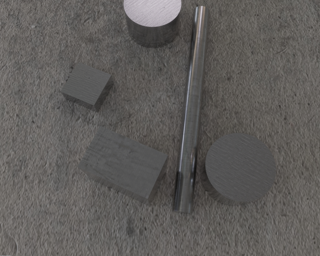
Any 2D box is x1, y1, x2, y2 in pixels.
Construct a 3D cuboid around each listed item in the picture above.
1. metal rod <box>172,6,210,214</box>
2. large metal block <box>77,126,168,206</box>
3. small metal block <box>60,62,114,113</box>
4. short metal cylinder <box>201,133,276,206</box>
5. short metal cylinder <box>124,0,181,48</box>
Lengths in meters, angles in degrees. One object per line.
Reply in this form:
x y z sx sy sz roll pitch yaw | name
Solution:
0.045 -0.038 0.422 0.025 0.025 0.299 7 70 2 | metal rod
-0.039 0.048 0.361 0.080 0.080 0.050 23 72 8 | large metal block
-0.099 -0.056 0.428 0.050 0.025 0.050 23 72 8 | small metal block
0.092 0.052 0.377 0.081 0.050 0.080 0 70 0 | short metal cylinder
-0.010 -0.166 0.455 0.081 0.050 0.080 0 70 0 | short metal cylinder
